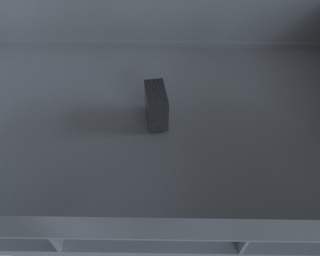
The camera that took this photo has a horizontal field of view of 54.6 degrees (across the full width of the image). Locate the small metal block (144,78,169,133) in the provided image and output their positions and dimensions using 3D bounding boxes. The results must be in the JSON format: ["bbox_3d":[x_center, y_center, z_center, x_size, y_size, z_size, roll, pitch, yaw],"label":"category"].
[{"bbox_3d":[-0.005,-0.030,0.409,0.025,0.050,0.050,-7,50,-5],"label":"small metal block"}]
